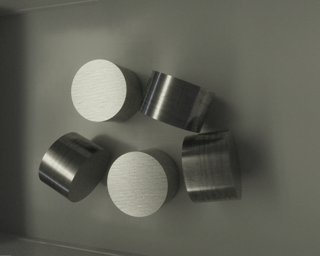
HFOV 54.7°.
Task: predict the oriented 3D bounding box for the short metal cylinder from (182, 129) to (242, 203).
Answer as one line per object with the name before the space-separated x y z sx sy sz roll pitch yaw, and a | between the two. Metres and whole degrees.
short metal cylinder | 0.062 0.044 0.357 0.050 0.080 0.080 -10 87 19

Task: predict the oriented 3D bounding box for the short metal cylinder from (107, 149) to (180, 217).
short metal cylinder | -0.020 0.068 0.402 0.080 0.050 0.079 0 90 19

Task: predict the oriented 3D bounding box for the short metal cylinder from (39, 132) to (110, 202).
short metal cylinder | -0.113 0.052 0.417 0.050 0.080 0.080 29 99 17

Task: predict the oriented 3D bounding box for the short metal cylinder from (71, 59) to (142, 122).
short metal cylinder | -0.071 -0.048 0.419 0.080 0.050 0.079 0 90 19

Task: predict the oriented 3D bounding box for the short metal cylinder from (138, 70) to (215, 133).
short metal cylinder | 0.020 -0.032 0.373 0.080 0.080 0.050 23 98 18
